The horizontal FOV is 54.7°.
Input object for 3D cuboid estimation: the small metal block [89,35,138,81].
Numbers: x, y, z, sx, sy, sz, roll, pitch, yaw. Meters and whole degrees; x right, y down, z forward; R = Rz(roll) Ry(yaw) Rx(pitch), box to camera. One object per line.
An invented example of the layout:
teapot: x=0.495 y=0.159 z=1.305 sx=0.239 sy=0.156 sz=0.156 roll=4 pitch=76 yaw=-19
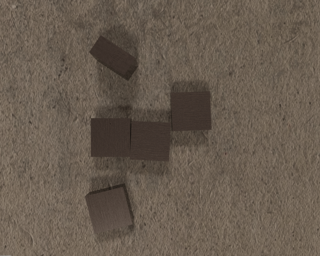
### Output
small metal block: x=-0.057 y=-0.088 z=0.397 sx=0.050 sy=0.050 sz=0.025 roll=33 pitch=90 yaw=-1

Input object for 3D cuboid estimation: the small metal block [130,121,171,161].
small metal block: x=-0.012 y=0.017 z=0.410 sx=0.050 sy=0.025 sz=0.050 roll=3 pitch=90 yaw=-1

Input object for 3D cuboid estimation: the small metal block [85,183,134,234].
small metal block: x=-0.066 y=0.105 z=0.409 sx=0.050 sy=0.025 sz=0.050 roll=-14 pitch=90 yaw=-1

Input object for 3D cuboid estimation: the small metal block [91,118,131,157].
small metal block: x=-0.064 y=0.012 z=0.409 sx=0.050 sy=0.025 sz=0.050 roll=0 pitch=90 yaw=-1

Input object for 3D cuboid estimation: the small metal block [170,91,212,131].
small metal block: x=0.040 y=-0.022 z=0.411 sx=0.050 sy=0.025 sz=0.050 roll=-2 pitch=90 yaw=-1
